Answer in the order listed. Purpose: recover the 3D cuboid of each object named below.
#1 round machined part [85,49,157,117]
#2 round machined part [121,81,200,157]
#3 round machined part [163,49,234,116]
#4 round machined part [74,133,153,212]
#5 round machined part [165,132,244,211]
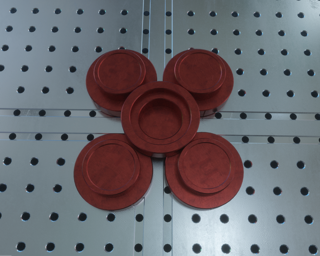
[{"bbox_3d":[-0.053,-0.068,0.426,0.099,0.042,0.098,0,70,-1],"label":"round machined part"},{"bbox_3d":[0.001,-0.009,0.404,0.099,0.042,0.098,0,70,-1],"label":"round machined part"},{"bbox_3d":[0.053,-0.069,0.428,0.099,0.042,0.098,0,70,-1],"label":"round machined part"},{"bbox_3d":[-0.058,0.052,0.383,0.099,0.042,0.098,0,70,-1],"label":"round machined part"},{"bbox_3d":[0.055,0.051,0.384,0.099,0.042,0.098,0,70,-1],"label":"round machined part"}]
